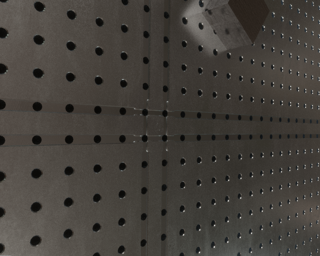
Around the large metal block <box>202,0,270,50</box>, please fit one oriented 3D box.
[{"bbox_3d":[0.124,-0.188,0.499,0.080,0.050,0.080,45,63,-31],"label":"large metal block"}]
